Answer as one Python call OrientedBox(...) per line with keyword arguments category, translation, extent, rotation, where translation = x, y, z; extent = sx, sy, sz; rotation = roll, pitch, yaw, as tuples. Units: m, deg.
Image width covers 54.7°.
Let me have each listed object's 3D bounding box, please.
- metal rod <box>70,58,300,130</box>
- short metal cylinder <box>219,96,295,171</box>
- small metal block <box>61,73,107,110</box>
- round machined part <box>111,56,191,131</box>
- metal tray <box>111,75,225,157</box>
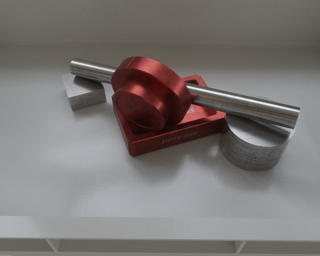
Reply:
OrientedBox(category="metal rod", translation=(0.015, -0.049, 0.391), extent=(0.301, 0.025, 0.025), rotation=(16, 52, 20))
OrientedBox(category="short metal cylinder", translation=(0.118, 0.006, 0.384), extent=(0.081, 0.050, 0.080), rotation=(0, 50, 0))
OrientedBox(category="small metal block", translation=(-0.111, -0.058, 0.450), extent=(0.050, 0.025, 0.050), rotation=(-17, 52, -15))
OrientedBox(category="round machined part", translation=(-0.016, -0.033, 0.367), extent=(0.098, 0.098, 0.042), rotation=(22, 61, 17))
OrientedBox(category="metal tray", translation=(0.010, -0.021, 0.416), extent=(0.131, 0.030, 0.090), rotation=(-15, 52, -13))
